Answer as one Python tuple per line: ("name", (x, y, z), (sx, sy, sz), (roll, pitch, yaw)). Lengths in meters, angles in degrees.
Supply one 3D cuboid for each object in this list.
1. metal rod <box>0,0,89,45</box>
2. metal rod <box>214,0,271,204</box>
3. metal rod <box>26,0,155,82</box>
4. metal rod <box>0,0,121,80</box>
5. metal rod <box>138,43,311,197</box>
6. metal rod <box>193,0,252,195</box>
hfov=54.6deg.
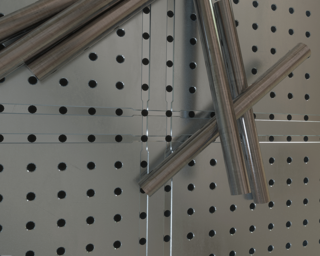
("metal rod", (-0.104, -0.157, 0.373), (0.301, 0.025, 0.025), (-33, 101, -17))
("metal rod", (0.122, -0.035, 0.456), (0.025, 0.025, 0.298), (-14, 95, -19))
("metal rod", (-0.035, -0.158, 0.394), (0.301, 0.025, 0.025), (-41, 103, -14))
("metal rod", (-0.096, -0.132, 0.361), (0.301, 0.025, 0.025), (-38, 102, -10))
("metal rod", (0.092, -0.015, 0.425), (0.301, 0.025, 0.025), (-40, 103, -7))
("metal rod", (0.076, -0.064, 0.407), (0.025, 0.025, 0.299), (-6, 80, -20))
